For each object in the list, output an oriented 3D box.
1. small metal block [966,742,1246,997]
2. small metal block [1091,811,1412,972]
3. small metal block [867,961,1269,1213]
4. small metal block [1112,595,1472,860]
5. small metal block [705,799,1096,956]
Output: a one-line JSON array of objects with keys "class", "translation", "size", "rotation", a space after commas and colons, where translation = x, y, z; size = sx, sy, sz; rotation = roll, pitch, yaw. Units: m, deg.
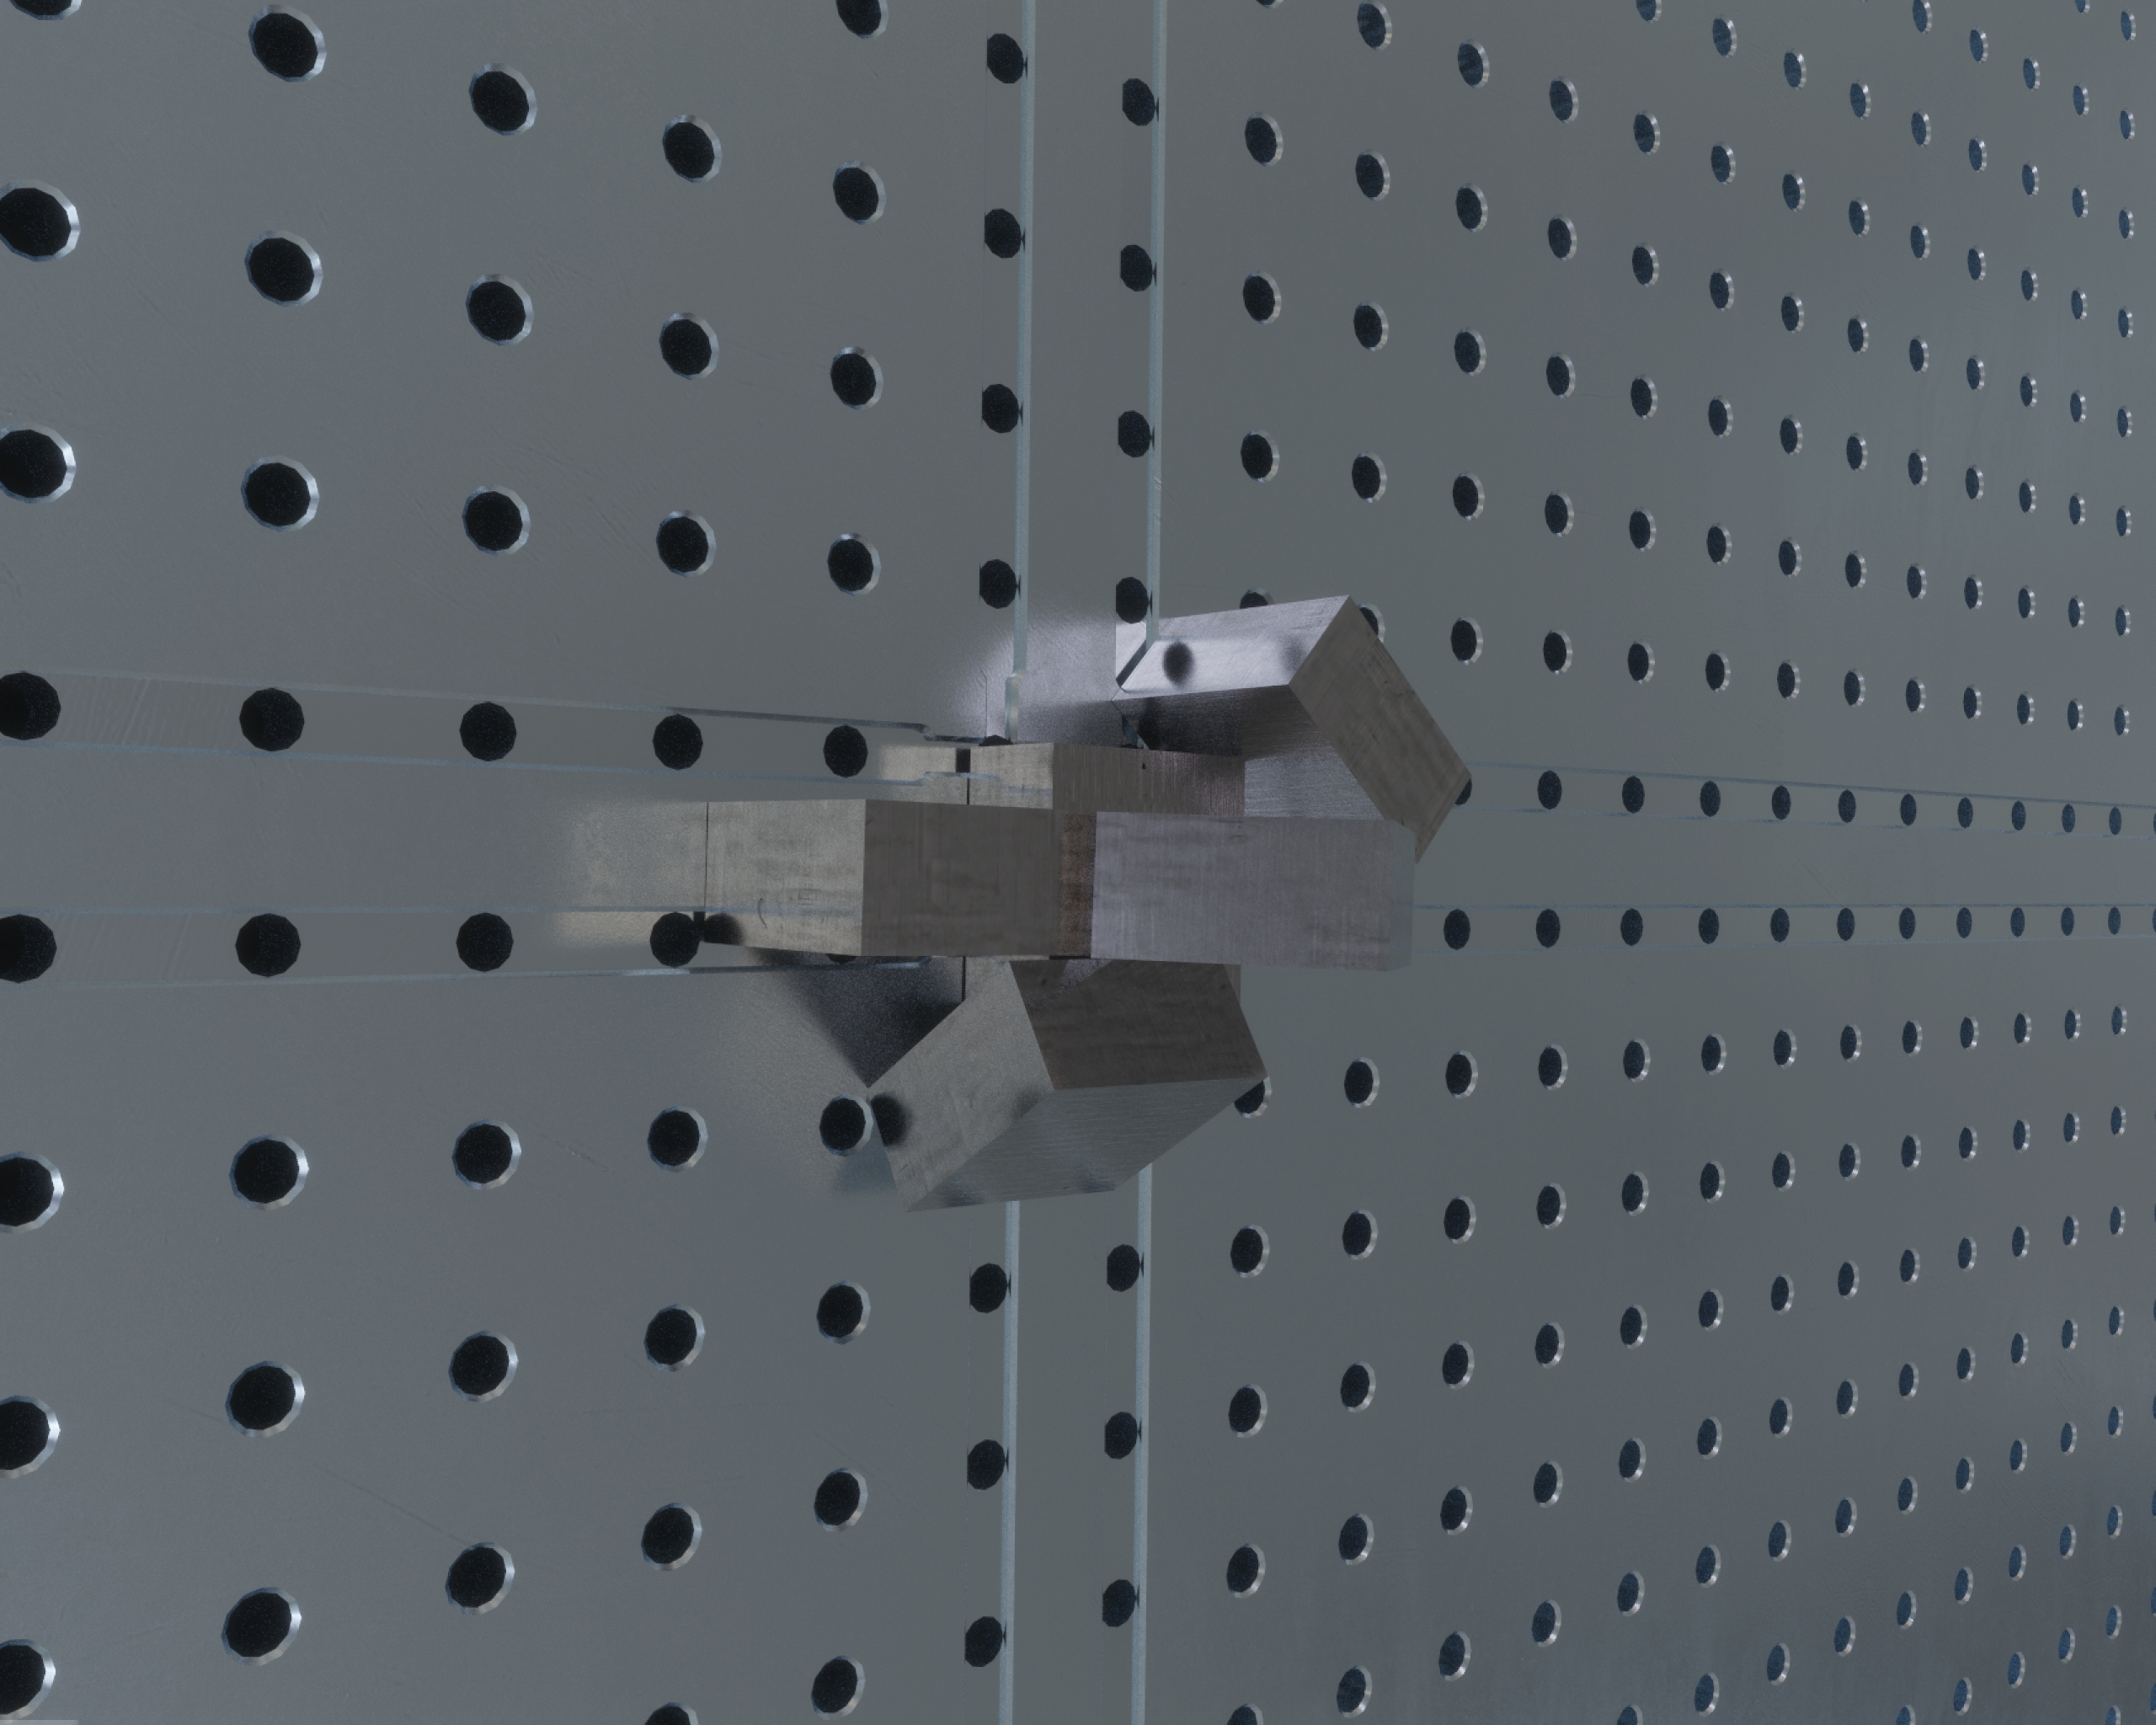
[{"class": "small metal block", "translation": [0.006, 0.003, 0.413], "size": [0.050, 0.025, 0.050], "rotation": [2, 89, -41]}, {"class": "small metal block", "translation": [0.033, 0.005, 0.374], "size": [0.050, 0.050, 0.025], "rotation": [7, 85, -77]}, {"class": "small metal block", "translation": [-0.002, 0.041, 0.387], "size": [0.050, 0.050, 0.025], "rotation": [2, 58, -40]}, {"class": "small metal block", "translation": [0.044, -0.026, 0.428], "size": [0.050, 0.050, 0.025], "rotation": [51, 60, -28]}, {"class": "small metal block", "translation": [-0.030, 0.003, 0.366], "size": [0.050, 0.050, 0.025], "rotation": [2, 89, -39]}]
